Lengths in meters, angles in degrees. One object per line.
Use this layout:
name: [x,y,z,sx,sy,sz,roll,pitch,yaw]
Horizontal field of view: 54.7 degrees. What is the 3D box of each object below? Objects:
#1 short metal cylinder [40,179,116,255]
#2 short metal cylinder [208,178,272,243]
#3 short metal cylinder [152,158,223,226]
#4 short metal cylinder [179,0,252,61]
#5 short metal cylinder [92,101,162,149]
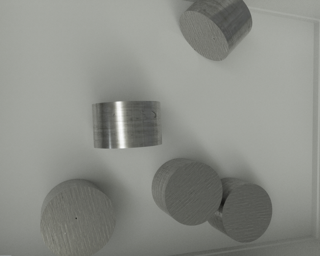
short metal cylinder: [-0.097,0.103,0.362,0.081,0.050,0.079,0,90,-21]
short metal cylinder: [0.110,0.114,0.440,0.081,0.050,0.079,0,90,-21]
short metal cylinder: [0.035,0.082,0.412,0.081,0.050,0.079,0,90,-21]
short metal cylinder: [0.073,-0.136,0.409,0.080,0.080,0.050,46,76,-15]
short metal cylinder: [-0.039,-0.004,0.368,0.081,0.080,0.050,-3,91,-20]
